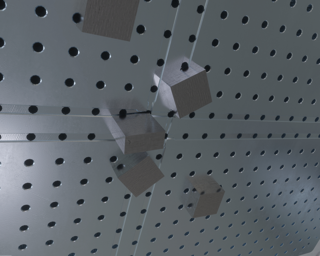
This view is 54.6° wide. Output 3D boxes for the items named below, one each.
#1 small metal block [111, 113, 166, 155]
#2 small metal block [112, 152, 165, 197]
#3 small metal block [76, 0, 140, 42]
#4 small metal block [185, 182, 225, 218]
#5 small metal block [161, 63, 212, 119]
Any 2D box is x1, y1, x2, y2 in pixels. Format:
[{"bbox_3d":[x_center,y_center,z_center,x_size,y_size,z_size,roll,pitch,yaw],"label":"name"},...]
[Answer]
[{"bbox_3d":[-0.028,0.005,0.383,0.050,0.050,0.025,-7,122,-25],"label":"small metal block"},{"bbox_3d":[-0.029,0.061,0.432,0.050,0.025,0.050,-36,129,-4],"label":"small metal block"},{"bbox_3d":[-0.052,-0.119,0.309,0.050,0.025,0.050,3,117,-30],"label":"small metal block"},{"bbox_3d":[0.077,0.122,0.528,0.050,0.025,0.050,-1,119,-28],"label":"small metal block"},{"bbox_3d":[0.036,-0.048,0.400,0.050,0.025,0.050,-28,128,-11],"label":"small metal block"}]
